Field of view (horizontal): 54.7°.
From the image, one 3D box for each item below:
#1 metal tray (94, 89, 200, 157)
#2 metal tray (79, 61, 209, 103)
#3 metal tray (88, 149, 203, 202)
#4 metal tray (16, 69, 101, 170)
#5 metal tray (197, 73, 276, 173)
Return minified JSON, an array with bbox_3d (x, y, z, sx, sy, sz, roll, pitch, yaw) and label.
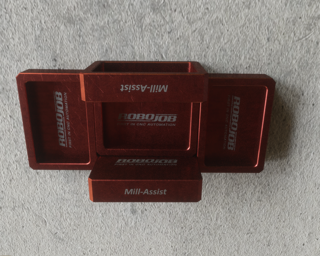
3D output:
[{"bbox_3d":[-0.017,-0.010,0.404,0.131,0.030,0.089,1,110,-1],"label":"metal tray"},{"bbox_3d":[-0.016,-0.056,0.356,0.131,0.090,0.030,0,110,-1],"label":"metal tray"},{"bbox_3d":[-0.017,0.057,0.396,0.131,0.090,0.030,0,110,-1],"label":"metal tray"},{"bbox_3d":[-0.127,-0.009,0.403,0.091,0.030,0.129,0,110,-1],"label":"metal tray"},{"bbox_3d":[0.095,-0.005,0.408,0.091,0.030,0.129,0,110,-1],"label":"metal tray"}]
